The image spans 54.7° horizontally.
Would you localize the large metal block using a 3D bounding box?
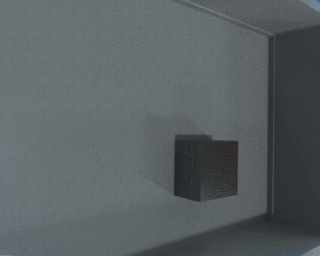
[{"bbox_3d":[0.068,0.058,0.450,0.081,0.050,0.079,2,89,-40],"label":"large metal block"}]
